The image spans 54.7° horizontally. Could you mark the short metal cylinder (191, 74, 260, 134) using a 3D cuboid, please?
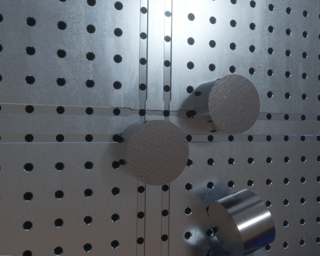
[{"bbox_3d":[0.091,-0.032,0.434,0.081,0.050,0.079,0,90,-21],"label":"short metal cylinder"}]

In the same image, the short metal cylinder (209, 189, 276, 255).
[{"bbox_3d":[0.110,0.131,0.426,0.050,0.080,0.080,-18,96,-19],"label":"short metal cylinder"}]

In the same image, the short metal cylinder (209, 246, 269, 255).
[{"bbox_3d":[0.109,0.200,0.426,0.081,0.080,0.050,-2,91,-20],"label":"short metal cylinder"}]

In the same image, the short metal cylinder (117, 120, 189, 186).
[{"bbox_3d":[-0.010,0.029,0.397,0.081,0.050,0.079,0,90,-21],"label":"short metal cylinder"}]
